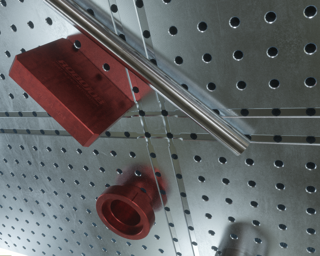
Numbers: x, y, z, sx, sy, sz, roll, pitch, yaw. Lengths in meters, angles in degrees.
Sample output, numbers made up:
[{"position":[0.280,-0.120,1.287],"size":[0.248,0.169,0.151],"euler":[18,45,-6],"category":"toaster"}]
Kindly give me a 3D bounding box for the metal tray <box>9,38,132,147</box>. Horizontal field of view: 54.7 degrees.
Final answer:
[{"position":[-0.108,-0.049,0.394],"size":[0.130,0.090,0.030],"euler":[45,129,-3],"category":"metal tray"}]

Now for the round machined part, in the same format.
[{"position":[-0.052,0.132,0.507],"size":[0.098,0.042,0.097],"euler":[13,124,20],"category":"round machined part"}]

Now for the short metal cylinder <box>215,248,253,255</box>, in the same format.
[{"position":[0.116,0.234,0.478],"size":[0.080,0.050,0.079],"euler":[13,124,20],"category":"short metal cylinder"}]

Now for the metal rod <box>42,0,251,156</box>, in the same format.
[{"position":[-0.017,-0.070,0.375],"size":[0.300,0.025,0.025],"euler":[38,129,1],"category":"metal rod"}]
